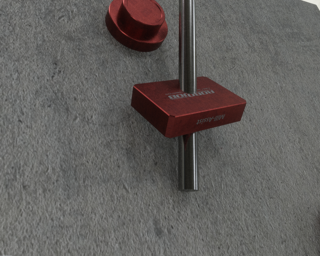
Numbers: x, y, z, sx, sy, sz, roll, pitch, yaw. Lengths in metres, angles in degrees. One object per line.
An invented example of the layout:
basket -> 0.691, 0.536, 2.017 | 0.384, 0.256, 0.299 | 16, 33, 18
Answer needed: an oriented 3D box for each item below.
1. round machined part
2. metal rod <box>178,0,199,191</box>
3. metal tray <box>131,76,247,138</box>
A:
round machined part -> -0.031, -0.170, 0.481 | 0.099, 0.042, 0.098 | 14, 56, -21
metal rod -> 0.038, -0.065, 0.426 | 0.025, 0.025, 0.299 | 10, 69, -24
metal tray -> 0.039, -0.033, 0.417 | 0.131, 0.030, 0.090 | -12, 38, -34
